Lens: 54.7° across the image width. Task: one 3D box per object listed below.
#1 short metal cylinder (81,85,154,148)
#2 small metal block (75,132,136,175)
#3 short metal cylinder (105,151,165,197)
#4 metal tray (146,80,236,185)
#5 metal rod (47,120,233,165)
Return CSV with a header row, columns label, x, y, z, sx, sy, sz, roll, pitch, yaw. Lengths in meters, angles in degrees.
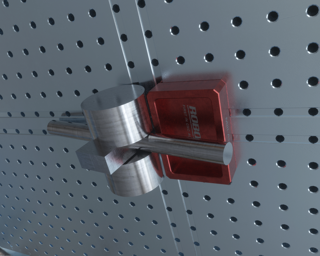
label,x,y,z,sx,sy,sz,roll,pitch,yaw
short metal cylinder,-0.053,-0.017,0.391,0.080,0.080,0.050,1,119,28
small metal block,-0.067,0.030,0.387,0.050,0.050,0.025,6,121,35
short metal cylinder,-0.038,0.049,0.425,0.080,0.080,0.050,2,119,27
metal tray,0.042,0.007,0.390,0.090,0.030,0.129,1,119,27
metal rod,-0.050,0.013,0.416,0.300,0.025,0.025,7,122,35
